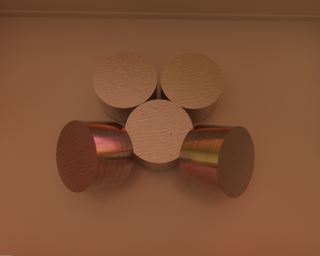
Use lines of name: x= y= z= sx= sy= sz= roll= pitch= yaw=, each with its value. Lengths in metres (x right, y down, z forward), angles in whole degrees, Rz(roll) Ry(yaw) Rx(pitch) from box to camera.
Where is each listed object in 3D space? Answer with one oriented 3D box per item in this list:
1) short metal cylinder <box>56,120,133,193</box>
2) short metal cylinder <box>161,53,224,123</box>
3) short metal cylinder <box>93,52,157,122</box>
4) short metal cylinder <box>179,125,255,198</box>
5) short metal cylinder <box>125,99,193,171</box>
short metal cylinder: x=-0.077 y=0.032 z=0.360 sx=0.050 sy=0.080 sz=0.080 roll=1 pitch=62 yaw=-48
short metal cylinder: x=0.041 y=-0.052 z=0.415 sx=0.081 sy=0.050 sz=0.080 roll=0 pitch=70 yaw=0
short metal cylinder: x=-0.044 y=-0.053 z=0.413 sx=0.081 sy=0.050 sz=0.080 roll=0 pitch=70 yaw=0
short metal cylinder: x=0.068 y=0.037 z=0.359 sx=0.050 sy=0.080 sz=0.080 roll=3 pitch=64 yaw=43
short metal cylinder: x=-0.001 y=0.011 z=0.389 sx=0.081 sy=0.050 sz=0.080 roll=0 pitch=70 yaw=0
